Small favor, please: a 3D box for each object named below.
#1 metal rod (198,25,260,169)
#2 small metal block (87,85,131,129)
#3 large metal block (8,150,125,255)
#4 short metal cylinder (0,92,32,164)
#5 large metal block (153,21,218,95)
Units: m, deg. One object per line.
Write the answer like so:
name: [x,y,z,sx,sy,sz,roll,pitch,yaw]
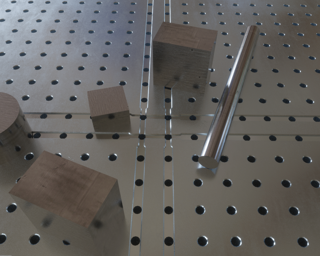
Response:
metal rod: [0.112,-0.066,0.464,0.025,0.025,0.301,17,52,13]
small metal block: [-0.072,-0.030,0.432,0.050,0.025,0.050,-11,51,-10]
large metal block: [-0.086,0.077,0.306,0.080,0.080,0.050,19,53,14]
short metal cylinder: [-0.210,0.000,0.388,0.081,0.050,0.080,0,50,0]
large metal block: [0.036,-0.102,0.459,0.080,0.080,0.050,13,51,10]
